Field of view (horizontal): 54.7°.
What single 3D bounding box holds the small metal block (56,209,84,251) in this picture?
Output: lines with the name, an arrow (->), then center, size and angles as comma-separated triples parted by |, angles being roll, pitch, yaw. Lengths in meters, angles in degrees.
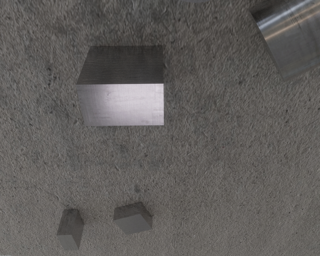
small metal block -> -0.155, 0.177, 0.540 | 0.025, 0.050, 0.050 | -3, 130, 2

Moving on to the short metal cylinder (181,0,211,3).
short metal cylinder -> 0.030, -0.154, 0.260 | 0.081, 0.050, 0.079 | 0, 130, 0

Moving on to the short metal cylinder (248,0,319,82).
short metal cylinder -> 0.125, -0.091, 0.295 | 0.050, 0.080, 0.080 | -27, 125, 21

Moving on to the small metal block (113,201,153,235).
small metal block -> -0.046, 0.159, 0.542 | 0.050, 0.025, 0.050 | -18, 128, 14

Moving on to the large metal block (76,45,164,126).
large metal block -> -0.037, -0.047, 0.331 | 0.080, 0.080, 0.050 | -1, 130, 0
